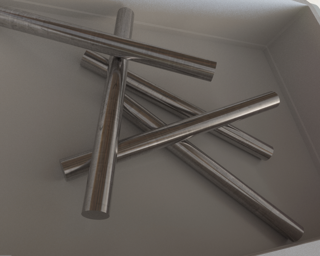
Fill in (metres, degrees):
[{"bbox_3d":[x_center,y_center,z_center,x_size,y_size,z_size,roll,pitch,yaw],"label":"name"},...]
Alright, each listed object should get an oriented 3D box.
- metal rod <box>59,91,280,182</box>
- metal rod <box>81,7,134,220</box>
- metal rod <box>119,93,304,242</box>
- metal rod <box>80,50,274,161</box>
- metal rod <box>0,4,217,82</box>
[{"bbox_3d":[0.030,0.002,0.385,0.302,0.025,0.025,-18,71,-24],"label":"metal rod"},{"bbox_3d":[-0.054,-0.043,0.365,0.025,0.025,0.300,16,52,-19],"label":"metal rod"},{"bbox_3d":[0.064,0.052,0.407,0.301,0.025,0.025,37,51,-4],"label":"metal rod"},{"bbox_3d":[0.032,-0.028,0.439,0.301,0.025,0.025,27,53,-12],"label":"metal rod"},{"bbox_3d":[-0.081,-0.106,0.372,0.302,0.025,0.025,15,54,0],"label":"metal rod"}]
